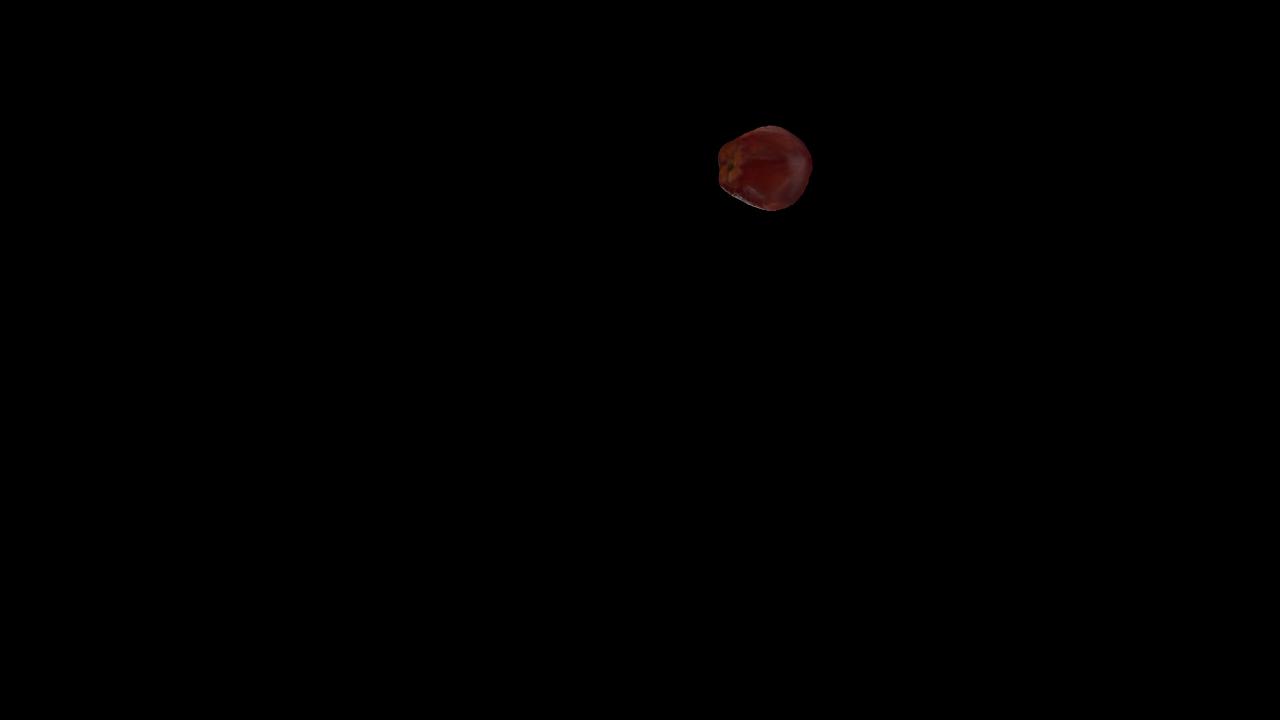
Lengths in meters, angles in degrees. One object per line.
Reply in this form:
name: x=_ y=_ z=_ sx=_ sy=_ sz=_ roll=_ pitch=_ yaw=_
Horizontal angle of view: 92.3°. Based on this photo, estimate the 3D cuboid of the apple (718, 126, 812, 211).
apple: x=0.120 y=-0.182 z=0.590 sx=0.093 sy=0.079 sz=0.079 roll=-7 pitch=4 yaw=-37
